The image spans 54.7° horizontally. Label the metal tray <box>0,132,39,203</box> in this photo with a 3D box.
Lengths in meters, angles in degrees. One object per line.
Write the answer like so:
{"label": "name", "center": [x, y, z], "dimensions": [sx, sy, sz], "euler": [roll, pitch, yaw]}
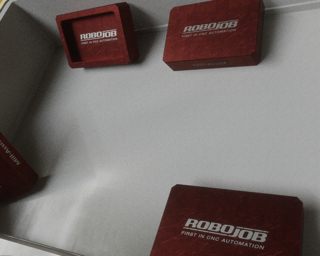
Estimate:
{"label": "metal tray", "center": [-0.251, 0.049, 0.441], "dimensions": [0.090, 0.130, 0.030], "euler": [-22, 28, 15]}

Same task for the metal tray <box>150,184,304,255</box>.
{"label": "metal tray", "center": [0.063, 0.106, 0.295], "dimensions": [0.130, 0.030, 0.090], "euler": [1, 52, 28]}

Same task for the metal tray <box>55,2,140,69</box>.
{"label": "metal tray", "center": [-0.104, -0.149, 0.510], "dimensions": [0.130, 0.089, 0.030], "euler": [2, 25, 29]}

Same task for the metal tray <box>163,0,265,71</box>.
{"label": "metal tray", "center": [0.073, -0.130, 0.431], "dimensions": [0.130, 0.030, 0.090], "euler": [2, 76, 29]}
